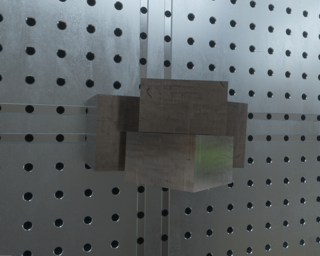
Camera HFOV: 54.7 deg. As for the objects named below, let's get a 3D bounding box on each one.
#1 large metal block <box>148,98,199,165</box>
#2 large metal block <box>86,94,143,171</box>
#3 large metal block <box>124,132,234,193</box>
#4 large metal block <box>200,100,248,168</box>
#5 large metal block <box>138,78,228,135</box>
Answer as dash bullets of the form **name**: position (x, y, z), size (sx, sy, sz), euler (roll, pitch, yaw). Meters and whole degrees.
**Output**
- **large metal block**: position (0.003, 0.005, 0.399), size (0.081, 0.050, 0.079), euler (3, 89, -20)
- **large metal block**: position (-0.056, 0.005, 0.364), size (0.050, 0.080, 0.079), euler (2, 90, -20)
- **large metal block**: position (0.021, 0.031, 0.321), size (0.080, 0.080, 0.050), euler (4, 88, -53)
- **large metal block**: position (0.069, 0.008, 0.410), size (0.050, 0.080, 0.080), euler (4, 89, -20)
- **large metal block**: position (0.023, -0.019, 0.325), size (0.080, 0.080, 0.050), euler (2, 89, 2)
